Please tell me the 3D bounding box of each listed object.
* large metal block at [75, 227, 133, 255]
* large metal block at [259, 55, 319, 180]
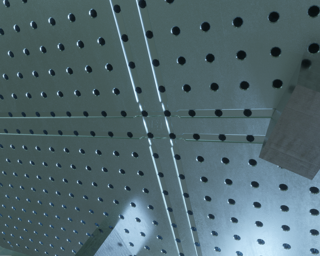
[{"bbox_3d":[-0.106,0.248,0.586,0.050,0.080,0.080,-15,111,34],"label":"large metal block"},{"bbox_3d":[0.140,-0.013,0.294,0.050,0.080,0.079,24,127,14],"label":"large metal block"}]
